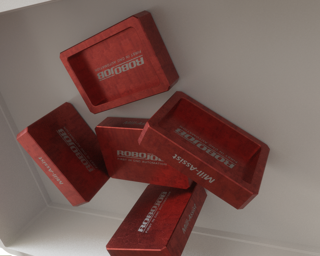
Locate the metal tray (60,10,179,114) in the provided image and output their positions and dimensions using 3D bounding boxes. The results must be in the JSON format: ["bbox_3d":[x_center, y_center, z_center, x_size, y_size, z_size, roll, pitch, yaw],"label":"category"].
[{"bbox_3d":[-0.052,-0.075,0.383,0.130,0.030,0.090,-14,112,33],"label":"metal tray"}]

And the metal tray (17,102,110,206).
[{"bbox_3d":[-0.129,0.036,0.452,0.030,0.090,0.130,-27,104,36],"label":"metal tray"}]

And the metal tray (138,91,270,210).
[{"bbox_3d":[0.053,0.019,0.347,0.130,0.090,0.030,33,129,6],"label":"metal tray"}]

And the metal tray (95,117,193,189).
[{"bbox_3d":[-0.020,0.033,0.431,0.130,0.030,0.089,3,120,26],"label":"metal tray"}]

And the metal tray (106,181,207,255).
[{"bbox_3d":[0.000,0.121,0.410,0.090,0.131,0.030,-13,112,32],"label":"metal tray"}]
